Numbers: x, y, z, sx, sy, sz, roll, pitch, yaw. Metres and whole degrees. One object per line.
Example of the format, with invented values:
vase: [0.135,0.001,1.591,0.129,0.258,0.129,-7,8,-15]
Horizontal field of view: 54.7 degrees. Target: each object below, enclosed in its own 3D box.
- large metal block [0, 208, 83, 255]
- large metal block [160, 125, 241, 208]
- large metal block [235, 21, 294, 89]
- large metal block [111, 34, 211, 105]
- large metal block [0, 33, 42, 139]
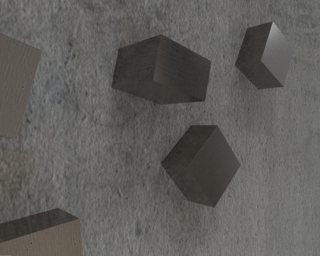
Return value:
large metal block: [-0.120,0.129,0.289,0.081,0.050,0.079,-7,95,-40]
large metal block: [0.060,0.052,0.442,0.080,0.050,0.080,-50,120,-29]
large metal block: [0.186,-0.125,0.548,0.080,0.050,0.080,34,69,-35]
large metal block: [0.001,-0.064,0.372,0.081,0.080,0.050,16,80,-39]
large metal block: [-0.157,-0.040,0.258,0.080,0.050,0.080,19,78,-39]
